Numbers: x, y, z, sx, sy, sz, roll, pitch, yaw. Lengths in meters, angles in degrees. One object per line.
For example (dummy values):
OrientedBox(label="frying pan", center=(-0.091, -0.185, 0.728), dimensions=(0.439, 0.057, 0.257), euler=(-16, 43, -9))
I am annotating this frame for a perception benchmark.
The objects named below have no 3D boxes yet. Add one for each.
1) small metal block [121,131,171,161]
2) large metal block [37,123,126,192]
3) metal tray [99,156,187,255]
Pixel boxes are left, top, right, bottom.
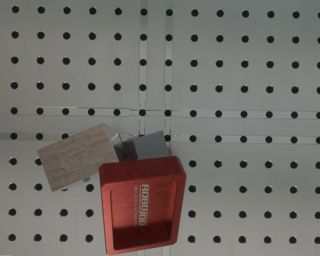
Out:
OrientedBox(label="small metal block", center=(-0.016, 0.035, 0.400), dimensions=(0.050, 0.025, 0.050), euler=(-16, 90, -42))
OrientedBox(label="large metal block", center=(-0.089, 0.037, 0.382), dimensions=(0.080, 0.080, 0.050), euler=(-23, 83, 0))
OrientedBox(label="metal tray", center=(-0.022, 0.095, 0.366), dimensions=(0.091, 0.030, 0.129), euler=(-5, 127, -12))
